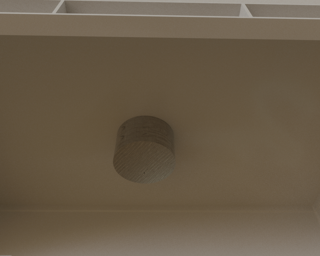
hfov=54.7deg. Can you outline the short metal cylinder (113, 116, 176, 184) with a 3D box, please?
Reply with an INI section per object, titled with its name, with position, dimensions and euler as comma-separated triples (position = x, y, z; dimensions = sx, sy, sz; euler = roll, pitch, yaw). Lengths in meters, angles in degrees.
[short metal cylinder]
position = -0.020, 0.030, 0.418
dimensions = 0.081, 0.050, 0.079
euler = 0, 130, 0
